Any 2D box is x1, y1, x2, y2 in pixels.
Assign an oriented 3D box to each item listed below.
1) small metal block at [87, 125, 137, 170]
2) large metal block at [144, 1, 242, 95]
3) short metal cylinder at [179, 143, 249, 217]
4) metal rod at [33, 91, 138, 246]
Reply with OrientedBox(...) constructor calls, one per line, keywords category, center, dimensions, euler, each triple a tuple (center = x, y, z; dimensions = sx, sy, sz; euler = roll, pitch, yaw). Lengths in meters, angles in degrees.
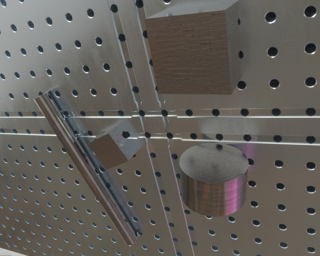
OrientedBox(category="small metal block", center=(-0.072, 0.030, 0.466), dimensions=(0.050, 0.025, 0.050), euler=(-25, 105, 36))
OrientedBox(category="large metal block", center=(0.038, -0.082, 0.324), dimensions=(0.080, 0.050, 0.079), euler=(3, 120, 26))
OrientedBox(category="short metal cylinder", center=(0.065, 0.061, 0.378), dimensions=(0.080, 0.080, 0.050), euler=(9, 122, 23))
OrientedBox(category="metal rod", center=(-0.116, 0.077, 0.517), dimensions=(0.025, 0.025, 0.299), euler=(-15, 111, 34))
